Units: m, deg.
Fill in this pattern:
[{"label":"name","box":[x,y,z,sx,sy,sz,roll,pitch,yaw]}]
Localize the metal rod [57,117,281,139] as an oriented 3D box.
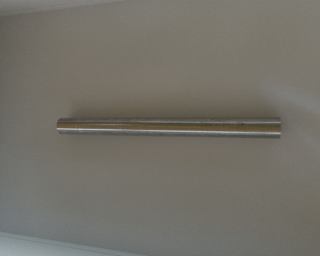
[{"label":"metal rod","box":[-0.003,-0.001,0.408,0.301,0.025,0.025,1,90,19]}]
